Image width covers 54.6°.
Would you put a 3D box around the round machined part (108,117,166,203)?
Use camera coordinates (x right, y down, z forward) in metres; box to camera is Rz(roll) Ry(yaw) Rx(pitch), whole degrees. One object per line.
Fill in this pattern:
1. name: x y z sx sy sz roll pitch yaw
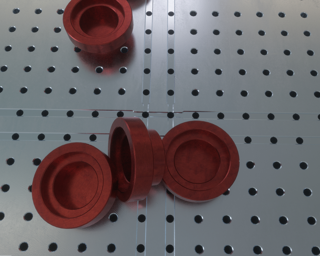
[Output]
1. round machined part: -0.027 0.035 0.365 0.042 0.098 0.098 -2 68 -26

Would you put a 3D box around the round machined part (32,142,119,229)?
1. round machined part: -0.097 0.069 0.371 0.098 0.042 0.098 -3 71 10

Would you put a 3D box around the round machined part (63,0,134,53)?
1. round machined part: -0.088 -0.152 0.458 0.099 0.042 0.098 0 70 0

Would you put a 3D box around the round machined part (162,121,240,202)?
1. round machined part: 0.045 0.043 0.387 0.099 0.042 0.098 0 70 -1
